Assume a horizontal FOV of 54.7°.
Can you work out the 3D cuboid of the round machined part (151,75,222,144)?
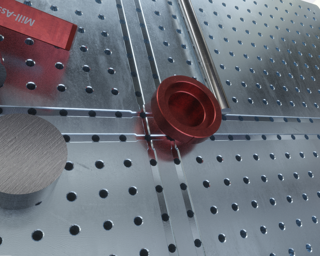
[{"bbox_3d":[0.032,-0.021,0.427,0.099,0.042,0.098,14,56,-21],"label":"round machined part"}]

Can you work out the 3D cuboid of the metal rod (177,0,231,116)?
[{"bbox_3d":[0.064,-0.156,0.537,0.025,0.025,0.299,0,62,-28],"label":"metal rod"}]

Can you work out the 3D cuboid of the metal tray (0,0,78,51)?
[{"bbox_3d":[-0.164,-0.129,0.359,0.131,0.030,0.090,18,10,-18],"label":"metal tray"}]

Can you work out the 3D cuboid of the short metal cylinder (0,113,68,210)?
[{"bbox_3d":[-0.135,0.033,0.299,0.081,0.050,0.080,14,56,-21],"label":"short metal cylinder"}]

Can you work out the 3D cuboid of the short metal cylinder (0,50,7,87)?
[{"bbox_3d":[-0.202,-0.070,0.307,0.081,0.080,0.050,-12,68,-33],"label":"short metal cylinder"}]
